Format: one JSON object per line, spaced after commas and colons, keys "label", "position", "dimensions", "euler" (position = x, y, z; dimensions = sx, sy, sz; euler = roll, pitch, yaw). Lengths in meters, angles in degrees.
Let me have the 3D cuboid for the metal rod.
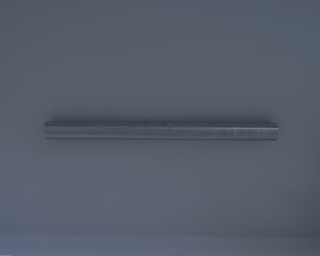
{"label": "metal rod", "position": [0.002, 0.004, 0.411], "dimensions": [0.302, 0.025, 0.025], "euler": [0, 110, -1]}
